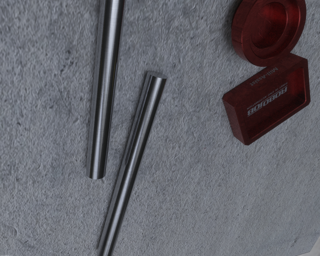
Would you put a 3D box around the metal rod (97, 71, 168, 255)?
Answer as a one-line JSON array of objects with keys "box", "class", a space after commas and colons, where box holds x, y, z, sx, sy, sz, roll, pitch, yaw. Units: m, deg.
[{"box": [-0.045, 0.067, 0.425, 0.025, 0.025, 0.298, 3, 117, -31], "class": "metal rod"}]

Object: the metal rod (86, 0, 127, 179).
[{"box": [-0.056, -0.072, 0.332, 0.025, 0.025, 0.298, -4, 120, -27], "class": "metal rod"}]

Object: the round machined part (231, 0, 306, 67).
[{"box": [0.130, -0.130, 0.388, 0.099, 0.042, 0.097, -14, 125, -21], "class": "round machined part"}]

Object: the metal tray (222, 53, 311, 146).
[{"box": [0.165, -0.042, 0.469, 0.131, 0.030, 0.090, -33, 129, -7], "class": "metal tray"}]
